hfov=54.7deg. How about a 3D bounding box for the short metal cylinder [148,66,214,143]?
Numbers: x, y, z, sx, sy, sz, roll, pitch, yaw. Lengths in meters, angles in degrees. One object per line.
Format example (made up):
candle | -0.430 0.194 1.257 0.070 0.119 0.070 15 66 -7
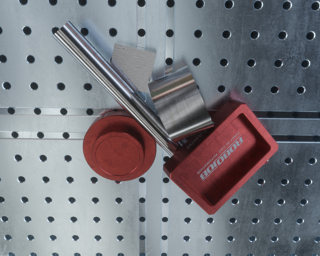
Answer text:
short metal cylinder | 0.026 -0.028 0.374 0.050 0.080 0.080 -24 109 8

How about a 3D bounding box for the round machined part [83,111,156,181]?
round machined part | -0.054 0.029 0.413 0.099 0.042 0.097 0 110 -1

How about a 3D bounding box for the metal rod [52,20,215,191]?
metal rod | -0.012 -0.007 0.393 0.025 0.025 0.300 -38 114 12

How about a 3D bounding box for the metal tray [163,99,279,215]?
metal tray | 0.080 0.038 0.403 0.130 0.030 0.090 -45 113 -2

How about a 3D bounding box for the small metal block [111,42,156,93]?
small metal block | -0.035 -0.076 0.385 0.050 0.025 0.050 12 110 -5
